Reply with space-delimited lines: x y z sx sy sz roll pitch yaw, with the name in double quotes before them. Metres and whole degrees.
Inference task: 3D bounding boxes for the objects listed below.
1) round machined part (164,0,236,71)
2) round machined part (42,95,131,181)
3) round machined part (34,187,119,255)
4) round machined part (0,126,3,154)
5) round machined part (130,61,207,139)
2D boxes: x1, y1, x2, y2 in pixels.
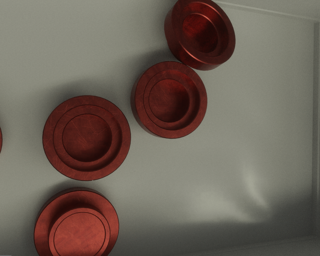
"round machined part" 0.049 -0.121 0.412 0.099 0.042 0.098 8 73 -26
"round machined part" -0.088 0.011 0.370 0.099 0.042 0.097 0 90 -21
"round machined part" -0.097 0.123 0.367 0.099 0.042 0.097 0 90 -21
"round machined part" -0.211 0.013 0.309 0.099 0.042 0.097 2 86 -38
"round machined part" 0.009 -0.035 0.406 0.099 0.042 0.097 0 90 -20
